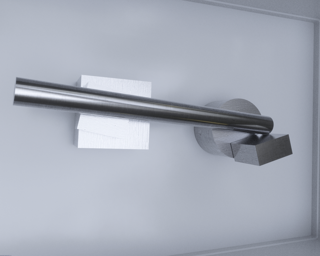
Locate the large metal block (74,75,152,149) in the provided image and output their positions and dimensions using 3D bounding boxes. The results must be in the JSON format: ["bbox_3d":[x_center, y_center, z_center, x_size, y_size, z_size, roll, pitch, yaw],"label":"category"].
[{"bbox_3d":[-0.058,-0.017,0.373,0.081,0.050,0.079,3,89,-20],"label":"large metal block"}]

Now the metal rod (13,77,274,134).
[{"bbox_3d":[0.007,-0.018,0.338,0.302,0.025,0.025,6,88,-28],"label":"metal rod"}]

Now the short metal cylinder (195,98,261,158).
[{"bbox_3d":[0.096,0.001,0.432,0.081,0.050,0.079,0,90,-21],"label":"short metal cylinder"}]

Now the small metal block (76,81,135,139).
[{"bbox_3d":[-0.060,-0.018,0.334,0.050,0.025,0.050,14,85,-20],"label":"small metal block"}]

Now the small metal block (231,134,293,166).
[{"bbox_3d":[0.127,0.026,0.390,0.050,0.050,0.025,-15,96,-20],"label":"small metal block"}]
